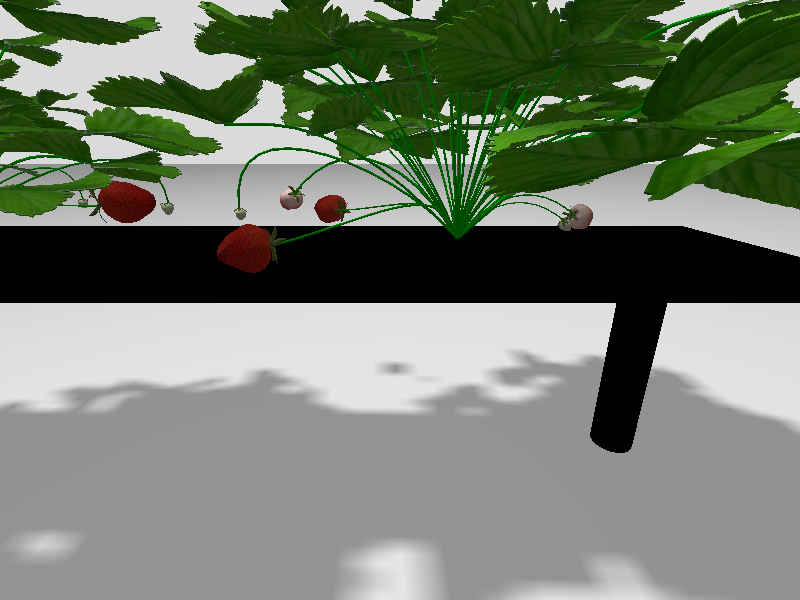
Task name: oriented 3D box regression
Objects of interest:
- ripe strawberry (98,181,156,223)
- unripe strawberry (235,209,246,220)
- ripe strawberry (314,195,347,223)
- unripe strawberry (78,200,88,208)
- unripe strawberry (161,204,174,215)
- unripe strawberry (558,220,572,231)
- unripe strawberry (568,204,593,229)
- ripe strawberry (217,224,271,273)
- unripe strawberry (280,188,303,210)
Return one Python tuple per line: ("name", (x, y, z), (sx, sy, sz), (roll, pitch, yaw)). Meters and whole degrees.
("ripe strawberry", (-0.285, -0.103, 0.419), (0.049, 0.042, 0.049), (-13, 24, -32))
("unripe strawberry", (-0.160, -0.086, 0.403), (0.010, 0.011, 0.011), (5, 21, 14))
("ripe strawberry", (-0.075, -0.097, 0.425), (0.034, 0.029, 0.034), (12, 24, 31))
("unripe strawberry", (-0.385, -0.117, 0.487), (0.011, 0.010, 0.010), (2, 20, 5))
("unripe strawberry", (-0.281, -0.110, 0.484), (0.015, 0.013, 0.013), (16, 26, 37))
("unripe strawberry", (0.158, -0.071, 0.382), (0.011, 0.011, 0.013), (-41, 26, 0))
("unripe strawberry", (0.181, -0.083, 0.399), (0.025, 0.025, 0.023), (4, 17, -24))
("ripe strawberry", (-0.098, -0.032, 0.252), (0.032, 0.031, 0.030), (-14, 25, -32))
("unripe strawberry", (-0.142, -0.130, 0.518), (0.031, 0.027, 0.031), (-20, -6, -43))
